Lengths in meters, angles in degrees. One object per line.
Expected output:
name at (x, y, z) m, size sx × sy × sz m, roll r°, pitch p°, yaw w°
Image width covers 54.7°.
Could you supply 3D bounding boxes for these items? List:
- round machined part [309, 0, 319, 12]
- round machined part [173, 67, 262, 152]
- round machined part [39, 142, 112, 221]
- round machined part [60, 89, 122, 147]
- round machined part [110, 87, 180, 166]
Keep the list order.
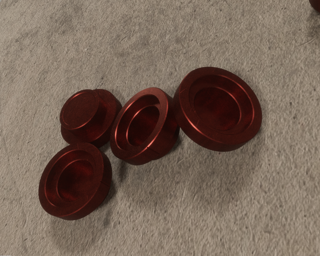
round machined part at (0.234, -0.169, 0.374) m, size 0.098 × 0.042 × 0.098 m, roll -13°, pitch 56°, yaw 20°
round machined part at (0.060, -0.018, 0.350) m, size 0.099 × 0.042 × 0.098 m, roll 9°, pitch 60°, yaw -15°
round machined part at (-0.104, 0.071, 0.402) m, size 0.098 × 0.042 × 0.098 m, roll -13°, pitch 56°, yaw 20°
round machined part at (-0.108, -0.018, 0.459) m, size 0.098 × 0.042 × 0.098 m, roll -13°, pitch 56°, yaw 20°
round machined part at (-0.014, 0.002, 0.386) m, size 0.098 × 0.042 × 0.098 m, roll -27°, pitch 46°, yaw 32°
